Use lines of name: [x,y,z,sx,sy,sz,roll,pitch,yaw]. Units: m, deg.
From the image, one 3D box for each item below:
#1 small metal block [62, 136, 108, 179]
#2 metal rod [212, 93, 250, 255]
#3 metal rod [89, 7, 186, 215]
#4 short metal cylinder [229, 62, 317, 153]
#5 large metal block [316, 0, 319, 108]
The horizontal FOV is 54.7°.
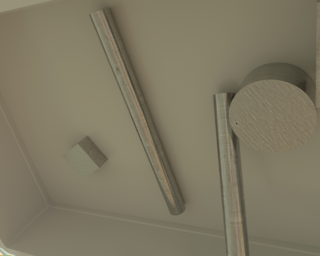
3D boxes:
small metal block: [-0.121,0.048,0.500,0.050,0.025,0.050,-33,100,38]
metal rod: [0.084,0.111,0.344,0.025,0.025,0.298,-6,88,30]
metal rod: [-0.022,-0.006,0.415,0.025,0.025,0.298,-7,115,31]
short metal cylinder: [0.117,-0.021,0.318,0.080,0.050,0.079,13,124,20]
large metal block: [0.154,-0.070,0.249,0.050,0.080,0.079,1,119,27]
